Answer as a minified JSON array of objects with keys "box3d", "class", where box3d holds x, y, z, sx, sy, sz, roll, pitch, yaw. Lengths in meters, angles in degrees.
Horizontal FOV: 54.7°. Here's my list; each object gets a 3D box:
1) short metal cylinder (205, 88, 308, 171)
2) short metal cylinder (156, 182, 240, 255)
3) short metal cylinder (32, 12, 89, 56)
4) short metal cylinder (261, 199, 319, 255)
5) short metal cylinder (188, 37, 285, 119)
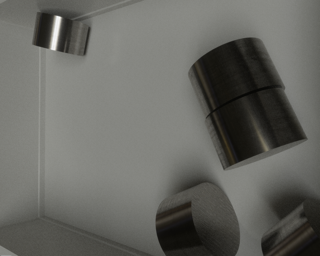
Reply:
[{"box3d":[0.090,0.003,0.296,0.080,0.081,0.050,-31,71,35],"class":"short metal cylinder"},{"box3d":[0.042,0.105,0.335,0.050,0.081,0.080,-31,71,35],"class":"short metal cylinder"},{"box3d":[-0.160,-0.150,0.500,0.080,0.081,0.050,22,104,37],"class":"short metal cylinder"},{"box3d":[0.134,0.107,0.260,0.080,0.081,0.050,52,120,27],"class":"short metal cylinder"},{"box3d":[0.074,-0.045,0.308,0.080,0.081,0.050,-31,71,35],"class":"short metal cylinder"}]
